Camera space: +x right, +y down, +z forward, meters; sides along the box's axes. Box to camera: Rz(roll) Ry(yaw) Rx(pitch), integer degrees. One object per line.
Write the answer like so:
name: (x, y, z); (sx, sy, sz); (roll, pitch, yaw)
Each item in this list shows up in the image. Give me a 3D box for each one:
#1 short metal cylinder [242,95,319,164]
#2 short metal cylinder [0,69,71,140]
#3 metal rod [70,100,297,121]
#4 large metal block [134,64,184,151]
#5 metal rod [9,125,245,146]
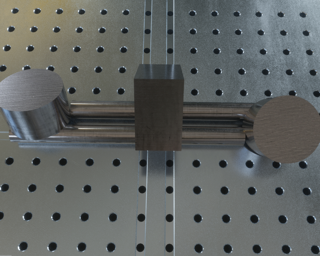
short metal cylinder: (0.149, 0.001, 0.385); (0.081, 0.050, 0.079); (0, 92, 0)
short metal cylinder: (-0.159, -0.031, 0.393); (0.081, 0.050, 0.080); (0, 47, 0)
metal rod: (0.033, -0.023, 0.420); (0.302, 0.025, 0.025); (1, 70, 0)
large metal block: (-0.001, -0.027, 0.360); (0.050, 0.080, 0.079); (1, 112, 0)
metal rod: (-0.042, 0.009, 0.407); (0.302, 0.025, 0.025); (1, 70, 0)
